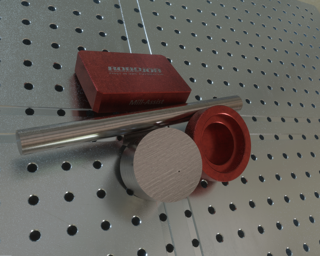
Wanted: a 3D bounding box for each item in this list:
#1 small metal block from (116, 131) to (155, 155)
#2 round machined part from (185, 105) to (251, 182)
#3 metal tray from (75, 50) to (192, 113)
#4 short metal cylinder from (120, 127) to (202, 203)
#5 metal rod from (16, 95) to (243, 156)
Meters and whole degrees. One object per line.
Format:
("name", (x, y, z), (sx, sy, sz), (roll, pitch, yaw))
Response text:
("small metal block", (-0.025, 0.012, 0.399), (0.050, 0.025, 0.050), (17, 55, -19))
("round machined part", (0.070, 0.021, 0.409), (0.099, 0.042, 0.097), (5, 81, -32))
("metal tray", (-0.035, -0.063, 0.408), (0.131, 0.030, 0.090), (-5, 46, -31))
("short metal cylinder", (0.000, 0.043, 0.352), (0.081, 0.050, 0.080), (4, 79, -22))
("metal rod", (-0.010, -0.011, 0.378), (0.303, 0.025, 0.025), (-12, 68, -33))
